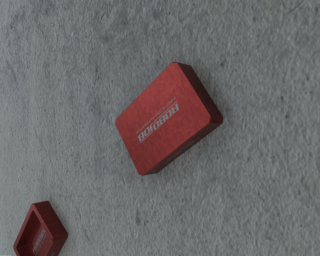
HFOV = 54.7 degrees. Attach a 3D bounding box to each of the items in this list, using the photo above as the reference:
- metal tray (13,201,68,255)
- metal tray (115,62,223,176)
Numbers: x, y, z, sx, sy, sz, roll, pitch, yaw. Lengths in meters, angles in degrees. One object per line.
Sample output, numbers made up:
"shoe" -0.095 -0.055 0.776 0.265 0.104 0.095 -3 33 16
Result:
"metal tray" -0.229 0.215 0.586 0.090 0.030 0.129 44 116 30
"metal tray" 0.005 -0.009 0.396 0.129 0.030 0.090 -41 65 32
